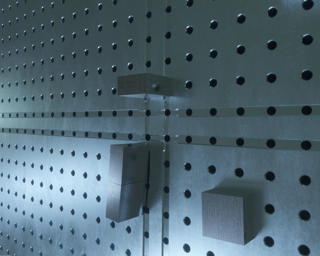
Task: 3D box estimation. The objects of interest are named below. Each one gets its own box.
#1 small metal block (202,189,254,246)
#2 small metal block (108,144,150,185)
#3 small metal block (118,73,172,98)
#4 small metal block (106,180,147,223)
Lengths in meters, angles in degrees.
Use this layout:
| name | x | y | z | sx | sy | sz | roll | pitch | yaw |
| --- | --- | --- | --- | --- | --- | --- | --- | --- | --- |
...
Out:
| name | x | y | z | sx | sy | sz | roll | pitch | yaw |
| --- | --- | --- | --- | --- | --- | --- | --- | --- | --- |
| small metal block | 0.075 | 0.097 | 0.346 | 0.050 | 0.025 | 0.050 | -2 | 89 | 39 |
| small metal block | -0.042 | 0.048 | 0.426 | 0.025 | 0.050 | 0.050 | 7 | 94 | 39 |
| small metal block | -0.020 | -0.054 | 0.408 | 0.050 | 0.050 | 0.025 | 1 | 91 | 39 |
| small metal block | -0.046 | 0.098 | 0.429 | 0.025 | 0.050 | 0.050 | 8 | 95 | 39 |
